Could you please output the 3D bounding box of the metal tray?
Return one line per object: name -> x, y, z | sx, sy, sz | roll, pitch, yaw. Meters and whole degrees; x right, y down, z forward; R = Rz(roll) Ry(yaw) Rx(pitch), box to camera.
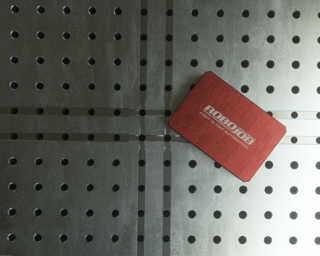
metal tray -> 0.087, -0.002, 0.412 | 0.130, 0.030, 0.090 | 37, 90, -1
